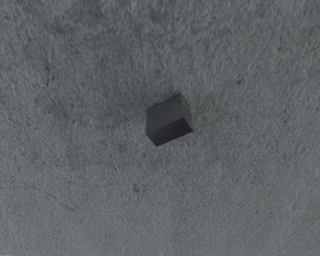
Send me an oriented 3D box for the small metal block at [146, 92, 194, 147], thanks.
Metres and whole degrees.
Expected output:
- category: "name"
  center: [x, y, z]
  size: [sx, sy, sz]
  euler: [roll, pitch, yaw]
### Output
- category: "small metal block"
  center: [0.011, -0.011, 0.382]
  size: [0.050, 0.050, 0.025]
  euler: [-24, 126, 18]
